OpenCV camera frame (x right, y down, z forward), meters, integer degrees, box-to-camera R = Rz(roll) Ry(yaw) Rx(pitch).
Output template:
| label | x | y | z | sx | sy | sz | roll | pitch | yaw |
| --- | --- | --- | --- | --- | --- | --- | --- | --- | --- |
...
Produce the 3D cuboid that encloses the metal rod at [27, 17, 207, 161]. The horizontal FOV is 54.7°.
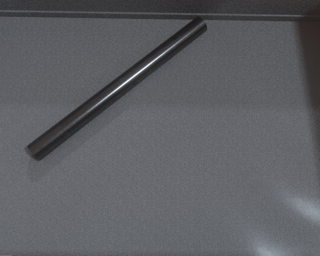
| label | x | y | z | sx | sy | sz | roll | pitch | yaw |
| --- | --- | --- | --- | --- | --- | --- | --- | --- | --- |
| metal rod | -0.049 | -0.062 | 0.431 | 0.301 | 0.025 | 0.025 | -40 | 75 | -14 |
